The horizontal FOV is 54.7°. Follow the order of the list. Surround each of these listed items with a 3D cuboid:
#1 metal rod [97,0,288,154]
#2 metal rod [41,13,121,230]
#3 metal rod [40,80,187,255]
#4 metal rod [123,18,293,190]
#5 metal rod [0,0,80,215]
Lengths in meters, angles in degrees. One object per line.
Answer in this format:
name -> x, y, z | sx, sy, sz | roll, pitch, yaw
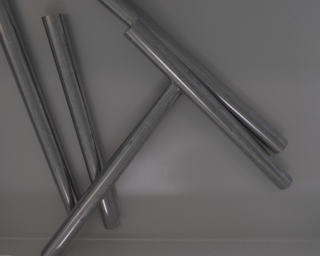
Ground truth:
metal rod -> 0.049, -0.066, 0.387 | 0.301, 0.025, 0.025 | 38, 106, -13
metal rod -> -0.099, 0.006, 0.412 | 0.025, 0.025, 0.298 | -10, 110, 3
metal rod -> -0.064, 0.059, 0.409 | 0.025, 0.025, 0.299 | 36, 97, -12
metal rod -> 0.073, -0.016, 0.388 | 0.025, 0.025, 0.300 | -43, 112, 14
metal rod -> -0.156, -0.011, 0.405 | 0.025, 0.025, 0.298 | -12, 110, 4
